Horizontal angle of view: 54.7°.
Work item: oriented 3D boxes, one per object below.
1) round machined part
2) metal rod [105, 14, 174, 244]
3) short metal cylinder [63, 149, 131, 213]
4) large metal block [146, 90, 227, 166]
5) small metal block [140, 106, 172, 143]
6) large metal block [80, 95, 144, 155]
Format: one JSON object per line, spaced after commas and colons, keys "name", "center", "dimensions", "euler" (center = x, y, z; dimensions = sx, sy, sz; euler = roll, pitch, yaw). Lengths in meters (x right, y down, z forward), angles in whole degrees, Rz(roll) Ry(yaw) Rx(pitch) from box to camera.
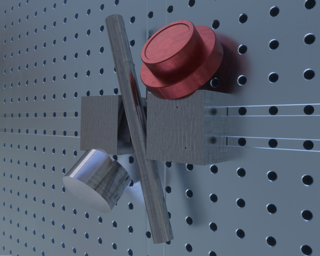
{"name": "round machined part", "center": [0.018, -0.083, 0.352], "dimensions": [0.098, 0.042, 0.098], "euler": [-22, 44, 23]}
{"name": "metal rod", "center": [-0.029, -0.007, 0.400], "dimensions": [0.025, 0.025, 0.299], "euler": [-22, 76, 38]}
{"name": "short metal cylinder", "center": [-0.088, 0.076, 0.438], "dimensions": [0.080, 0.050, 0.080], "euler": [23, 145, 18]}
{"name": "large metal block", "center": [0.031, -0.001, 0.368], "dimensions": [0.080, 0.050, 0.079], "euler": [1, 91, 40]}
{"name": "small metal block", "center": [-0.011, -0.004, 0.420], "dimensions": [0.050, 0.025, 0.050], "euler": [1, 91, 40]}
{"name": "large metal block", "center": [-0.070, -0.005, 0.452], "dimensions": [0.080, 0.050, 0.079], "euler": [3, 92, 40]}
